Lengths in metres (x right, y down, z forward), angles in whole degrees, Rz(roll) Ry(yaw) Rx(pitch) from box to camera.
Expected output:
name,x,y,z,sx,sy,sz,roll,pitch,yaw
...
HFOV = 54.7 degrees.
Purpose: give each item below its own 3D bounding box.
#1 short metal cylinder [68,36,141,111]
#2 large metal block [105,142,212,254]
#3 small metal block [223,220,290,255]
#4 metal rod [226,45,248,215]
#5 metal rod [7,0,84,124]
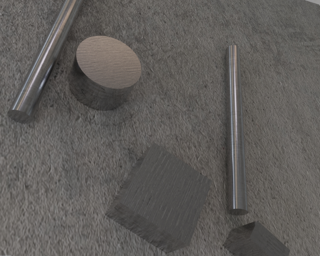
name,x,y,z,sx,sy,sz,roll,pitch,yaw
short metal cylinder,-0.070,-0.069,0.392,0.081,0.050,0.080,14,56,-21
large metal block,0.000,0.077,0.341,0.080,0.050,0.080,34,51,-6
small metal block,0.112,0.140,0.362,0.050,0.050,0.025,42,51,0
metal rod,0.115,-0.017,0.475,0.025,0.025,0.300,19,54,-17
metal rod,-0.132,-0.134,0.414,0.025,0.025,0.300,20,54,-17
